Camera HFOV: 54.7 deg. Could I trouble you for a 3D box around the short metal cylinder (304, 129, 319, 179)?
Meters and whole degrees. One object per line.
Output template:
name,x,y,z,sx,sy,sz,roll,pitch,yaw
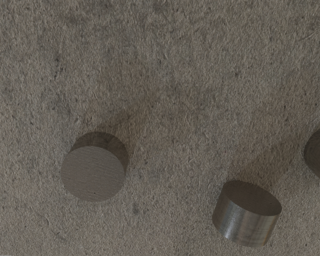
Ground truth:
short metal cylinder,0.243,0.040,0.413,0.081,0.050,0.079,0,110,0

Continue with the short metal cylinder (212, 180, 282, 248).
short metal cylinder,0.117,0.115,0.424,0.080,0.080,0.050,13,110,-5

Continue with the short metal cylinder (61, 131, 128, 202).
short metal cylinder,-0.085,0.051,0.414,0.081,0.050,0.079,0,110,0
